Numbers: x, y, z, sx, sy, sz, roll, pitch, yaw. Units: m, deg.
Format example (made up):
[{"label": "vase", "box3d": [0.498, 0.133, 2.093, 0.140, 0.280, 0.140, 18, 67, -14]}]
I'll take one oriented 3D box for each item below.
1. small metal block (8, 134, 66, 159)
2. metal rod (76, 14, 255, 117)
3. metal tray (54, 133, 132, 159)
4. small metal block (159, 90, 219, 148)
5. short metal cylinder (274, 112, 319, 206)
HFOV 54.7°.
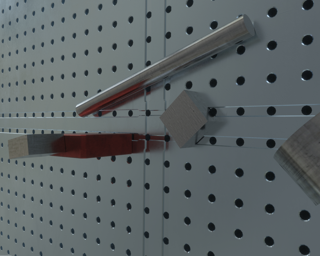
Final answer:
[{"label": "small metal block", "box3d": [-0.161, 0.024, 0.404, 0.050, 0.050, 0.025, -12, 82, 39]}, {"label": "metal rod", "box3d": [-0.017, -0.069, 0.421, 0.299, 0.025, 0.025, -20, 78, 38]}, {"label": "metal tray", "box3d": [-0.117, 0.024, 0.460, 0.130, 0.091, 0.030, 0, 90, 39]}, {"label": "small metal block", "box3d": [0.034, -0.011, 0.379, 0.050, 0.025, 0.050, -48, 62, 29]}, {"label": "short metal cylinder", "box3d": [0.143, 0.019, 0.255, 0.080, 0.081, 0.050, -50, 61, 28]}]
